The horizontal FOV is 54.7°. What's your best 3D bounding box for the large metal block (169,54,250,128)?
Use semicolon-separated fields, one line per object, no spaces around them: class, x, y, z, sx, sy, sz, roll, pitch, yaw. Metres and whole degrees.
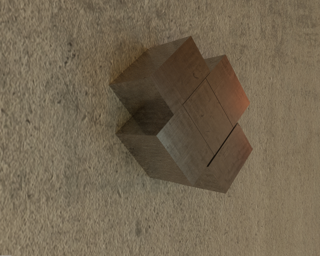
large metal block;0.063;-0.047;0.426;0.050;0.080;0.080;-50;120;-28

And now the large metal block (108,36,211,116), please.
large metal block;-0.001;-0.060;0.372;0.080;0.080;0.050;-50;120;-29

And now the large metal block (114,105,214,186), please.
large metal block;0.005;0.020;0.377;0.050;0.080;0.080;-50;120;-28

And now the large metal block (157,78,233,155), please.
large metal block;0.034;-0.013;0.402;0.050;0.080;0.080;-50;120;-28

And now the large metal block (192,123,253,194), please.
large metal block;0.067;0.038;0.430;0.080;0.080;0.050;-50;120;-29
